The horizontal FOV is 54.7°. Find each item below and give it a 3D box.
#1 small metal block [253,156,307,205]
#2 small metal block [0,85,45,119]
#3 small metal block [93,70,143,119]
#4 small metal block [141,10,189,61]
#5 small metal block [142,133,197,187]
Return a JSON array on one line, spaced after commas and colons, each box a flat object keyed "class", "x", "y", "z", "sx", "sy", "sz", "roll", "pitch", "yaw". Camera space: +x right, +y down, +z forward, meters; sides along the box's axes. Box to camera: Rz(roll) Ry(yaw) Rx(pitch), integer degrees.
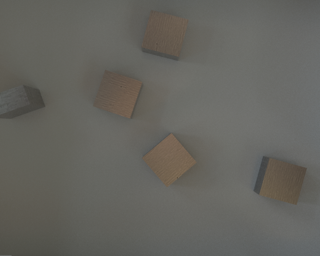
[{"class": "small metal block", "x": 0.159, "y": 0.069, "z": 0.412, "sx": 0.050, "sy": 0.025, "sz": 0.050, "roll": 15, "pitch": 90, "yaw": 0}, {"class": "small metal block", "x": -0.184, "y": -0.032, "z": 0.397, "sx": 0.050, "sy": 0.050, "sz": 0.025, "roll": -19, "pitch": 90, "yaw": 0}, {"class": "small metal block", "x": -0.055, "y": -0.044, "z": 0.411, "sx": 0.050, "sy": 0.025, "sz": 0.050, "roll": 19, "pitch": 90, "yaw": 0}, {"class": "small metal block", "x": 0.007, "y": -0.122, "z": 0.411, "sx": 0.050, "sy": 0.025, "sz": 0.050, "roll": 15, "pitch": 90, "yaw": 0}, {"class": "small metal block", "x": 0.012, "y": 0.041, "z": 0.411, "sx": 0.050, "sy": 0.025, "sz": 0.050, "roll": -40, "pitch": 90, "yaw": 0}]
